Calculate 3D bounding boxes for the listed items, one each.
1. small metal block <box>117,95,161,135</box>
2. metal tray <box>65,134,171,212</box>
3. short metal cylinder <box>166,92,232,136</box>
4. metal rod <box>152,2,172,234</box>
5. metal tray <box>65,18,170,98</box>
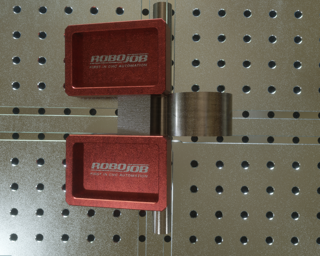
[{"bbox_3d":[-0.027,-0.016,0.399,0.050,0.025,0.050,1,90,31],"label":"small metal block"},{"bbox_3d":[-0.053,0.054,0.393,0.131,0.030,0.089,1,90,12],"label":"metal tray"},{"bbox_3d":[0.048,-0.016,0.383,0.081,0.080,0.050,0,90,0],"label":"short metal cylinder"},{"bbox_3d":[0.003,-0.013,0.409,0.025,0.025,0.298,0,90,0],"label":"metal rod"},{"bbox_3d":[-0.054,-0.085,0.393,0.131,0.030,0.089,0,90,12],"label":"metal tray"}]
